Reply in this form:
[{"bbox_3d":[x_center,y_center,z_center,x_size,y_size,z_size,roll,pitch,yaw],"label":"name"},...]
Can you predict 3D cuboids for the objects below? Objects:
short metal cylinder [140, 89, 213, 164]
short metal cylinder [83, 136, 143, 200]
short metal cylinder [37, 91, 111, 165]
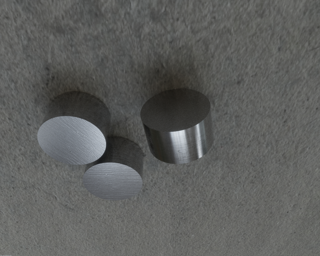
[{"bbox_3d":[0.021,-0.004,0.368,0.080,0.080,0.050,-8,130,6],"label":"short metal cylinder"},{"bbox_3d":[-0.064,0.058,0.439,0.081,0.050,0.079,0,130,0],"label":"short metal cylinder"},{"bbox_3d":[-0.105,0.001,0.390,0.081,0.050,0.079,0,130,0],"label":"short metal cylinder"}]
